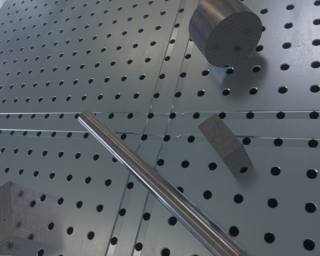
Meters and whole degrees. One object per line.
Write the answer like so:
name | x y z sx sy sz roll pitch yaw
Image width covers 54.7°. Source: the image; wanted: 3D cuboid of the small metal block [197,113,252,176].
small metal block | 0.072 0.019 0.343 0.025 0.050 0.050 -36 51 4

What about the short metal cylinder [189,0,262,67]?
short metal cylinder | 0.085 -0.127 0.407 0.080 0.080 0.050 -32 52 8

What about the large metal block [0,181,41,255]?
large metal block | -0.216 0.133 0.424 0.080 0.050 0.080 -30 52 8

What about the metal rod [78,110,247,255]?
metal rod | -0.021 0.055 0.385 0.025 0.025 0.300 -48 52 -6
